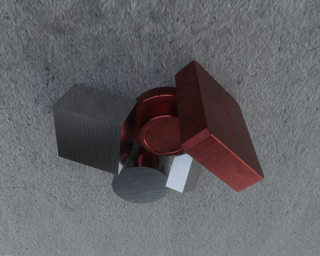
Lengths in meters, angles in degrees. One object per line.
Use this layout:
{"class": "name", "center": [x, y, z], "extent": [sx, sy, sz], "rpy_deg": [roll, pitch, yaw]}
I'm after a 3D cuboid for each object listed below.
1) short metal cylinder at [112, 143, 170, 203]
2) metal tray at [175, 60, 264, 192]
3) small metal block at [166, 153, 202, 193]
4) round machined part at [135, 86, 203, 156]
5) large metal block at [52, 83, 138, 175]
{"class": "short metal cylinder", "center": [-0.026, 0.064, 0.447], "extent": [0.081, 0.050, 0.079], "rpy_deg": [0, 130, 0]}
{"class": "metal tray", "center": [0.060, -0.007, 0.333], "extent": [0.030, 0.130, 0.090], "rpy_deg": [-37, 121, 26]}
{"class": "small metal block", "center": [0.036, 0.060, 0.430], "extent": [0.025, 0.050, 0.050], "rpy_deg": [17, 180, 26]}
{"class": "round machined part", "center": [0.008, -0.002, 0.397], "extent": [0.099, 0.042, 0.097], "rpy_deg": [-1, 130, 0]}
{"class": "large metal block", "center": [-0.077, 0.002, 0.376], "extent": [0.080, 0.050, 0.079], "rpy_deg": [16, 130, 8]}
